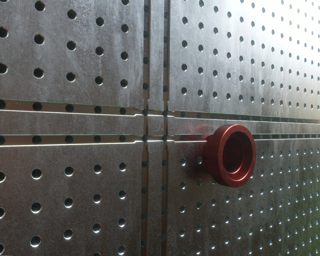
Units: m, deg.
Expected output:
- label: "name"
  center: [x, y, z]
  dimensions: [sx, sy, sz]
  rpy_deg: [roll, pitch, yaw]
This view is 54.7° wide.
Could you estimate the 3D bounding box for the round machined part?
- label: "round machined part"
  center: [0.107, 0.043, 0.490]
  dimensions: [0.099, 0.042, 0.097]
  rpy_deg: [0, 90, -40]
